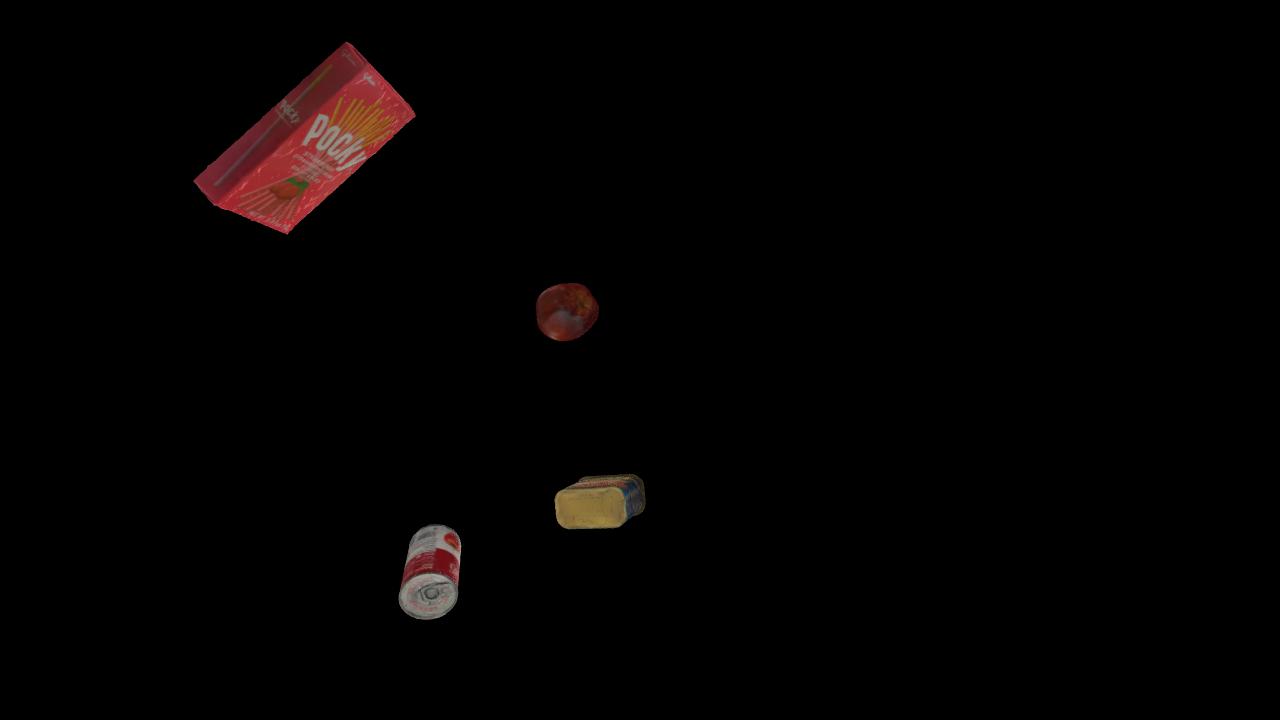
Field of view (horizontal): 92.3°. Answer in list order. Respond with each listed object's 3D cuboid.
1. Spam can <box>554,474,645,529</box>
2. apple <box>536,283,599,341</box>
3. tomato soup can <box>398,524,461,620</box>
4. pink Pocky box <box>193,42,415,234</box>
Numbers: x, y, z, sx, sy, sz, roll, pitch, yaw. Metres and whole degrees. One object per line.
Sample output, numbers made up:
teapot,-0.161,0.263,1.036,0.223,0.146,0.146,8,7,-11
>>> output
Spam can,-0.053,0.189,0.819,0.101,0.058,0.085,-7,-2,16
apple,-0.093,-0.063,0.796,0.079,0.079,0.093,0,-13,-31
tomato soup can,-0.260,0.262,0.768,0.068,0.068,0.101,0,20,-14
pink Pocky box,-0.258,-0.169,0.486,0.155,0.029,0.084,-42,-5,1
